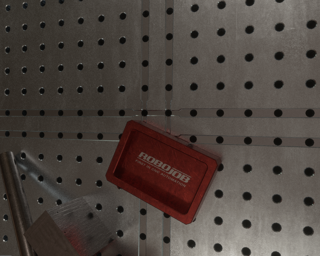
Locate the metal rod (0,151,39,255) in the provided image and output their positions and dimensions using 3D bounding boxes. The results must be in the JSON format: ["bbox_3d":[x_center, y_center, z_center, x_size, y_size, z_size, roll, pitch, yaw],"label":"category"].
[{"bbox_3d":[-0.179,0.150,0.417,0.025,0.025,0.300,-43,55,14],"label":"metal rod"}]

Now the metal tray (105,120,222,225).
[{"bbox_3d":[0.002,0.054,0.408,0.130,0.030,0.089,25,98,17],"label":"metal tray"}]

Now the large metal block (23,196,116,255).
[{"bbox_3d":[-0.121,0.149,0.425,0.050,0.080,0.080,-46,76,14],"label":"large metal block"}]
